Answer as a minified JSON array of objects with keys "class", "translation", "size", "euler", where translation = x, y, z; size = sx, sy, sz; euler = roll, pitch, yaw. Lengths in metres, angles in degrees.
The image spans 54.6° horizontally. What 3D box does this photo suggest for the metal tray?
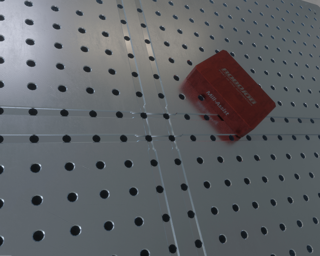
[{"class":"metal tray","translation":[0.117,-0.059,0.503],"size":[0.130,0.030,0.091],"euler":[49,51,6]}]
